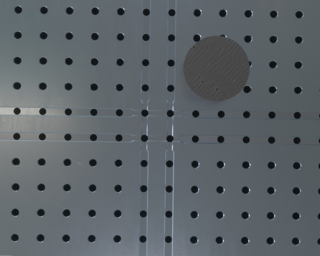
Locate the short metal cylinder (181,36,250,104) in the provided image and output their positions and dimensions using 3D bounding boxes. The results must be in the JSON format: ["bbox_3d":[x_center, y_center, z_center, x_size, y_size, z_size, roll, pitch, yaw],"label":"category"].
[{"bbox_3d":[0.069,-0.072,0.401,0.080,0.050,0.080,0,90,0],"label":"short metal cylinder"}]
